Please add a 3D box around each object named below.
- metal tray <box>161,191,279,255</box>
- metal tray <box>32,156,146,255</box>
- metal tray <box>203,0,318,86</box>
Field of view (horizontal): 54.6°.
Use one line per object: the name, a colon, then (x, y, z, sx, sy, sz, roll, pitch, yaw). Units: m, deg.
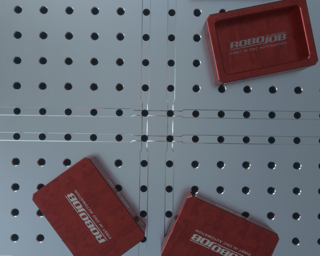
metal tray: (0.077, 0.152, 0.411, 0.130, 0.030, 0.090, 24, 90, 0)
metal tray: (-0.091, 0.113, 0.410, 0.090, 0.030, 0.130, -36, 90, 0)
metal tray: (0.131, -0.113, 0.411, 0.131, 0.030, 0.090, -11, 90, 0)
